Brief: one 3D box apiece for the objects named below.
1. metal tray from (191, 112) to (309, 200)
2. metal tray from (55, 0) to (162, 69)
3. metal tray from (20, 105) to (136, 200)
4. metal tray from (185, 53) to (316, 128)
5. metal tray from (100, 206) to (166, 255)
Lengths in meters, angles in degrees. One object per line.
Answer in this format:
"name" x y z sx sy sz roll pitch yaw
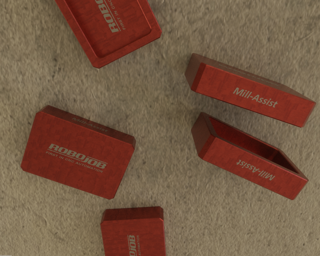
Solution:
"metal tray" 0.107 0.032 0.388 0.131 0.090 0.030 25 108 -9
"metal tray" -0.065 -0.145 0.352 0.090 0.030 0.130 -25 109 8
"metal tray" -0.109 0.034 0.418 0.131 0.030 0.089 21 109 -8
"metal tray" 0.098 -0.047 0.359 0.131 0.090 0.030 18 109 -7
"metal tray" -0.037 0.185 0.475 0.091 0.030 0.129 -3 110 1
